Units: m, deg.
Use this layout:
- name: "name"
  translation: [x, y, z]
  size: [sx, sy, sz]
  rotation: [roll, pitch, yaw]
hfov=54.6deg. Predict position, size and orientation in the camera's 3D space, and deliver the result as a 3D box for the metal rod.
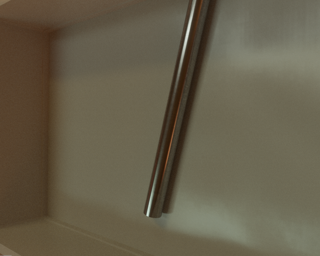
- name: "metal rod"
  translation: [0.021, -0.029, 0.390]
  size: [0.025, 0.025, 0.298]
  rotation: [20, 103, 38]
